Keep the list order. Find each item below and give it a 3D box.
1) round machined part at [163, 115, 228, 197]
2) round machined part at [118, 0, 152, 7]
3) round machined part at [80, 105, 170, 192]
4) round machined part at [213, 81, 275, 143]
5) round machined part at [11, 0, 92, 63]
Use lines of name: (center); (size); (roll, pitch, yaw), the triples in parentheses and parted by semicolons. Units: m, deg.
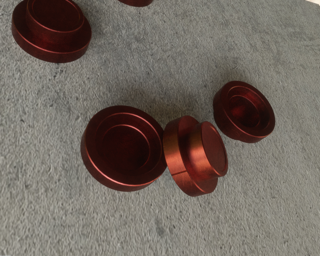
round machined part: (0.048, 0.030, 0.373); (0.098, 0.042, 0.098); (39, 40, -42)
round machined part: (-0.048, -0.256, 0.523); (0.099, 0.042, 0.098); (14, 56, -21)
round machined part: (-0.042, 0.026, 0.354); (0.099, 0.042, 0.098); (14, 56, -21)
round machined part: (0.122, -0.020, 0.470); (0.099, 0.042, 0.098); (14, 56, -21)
round machined part: (-0.137, -0.136, 0.402); (0.099, 0.042, 0.098); (14, 56, -21)
